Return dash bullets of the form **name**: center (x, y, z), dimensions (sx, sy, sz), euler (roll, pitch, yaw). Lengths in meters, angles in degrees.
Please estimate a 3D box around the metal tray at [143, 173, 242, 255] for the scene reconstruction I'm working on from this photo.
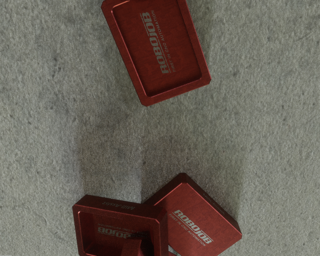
- **metal tray**: center (0.045, 0.139, 0.459), dimensions (0.090, 0.030, 0.130), euler (-42, 105, 13)

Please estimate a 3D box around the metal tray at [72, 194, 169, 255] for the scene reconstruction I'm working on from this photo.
- **metal tray**: center (-0.055, 0.148, 0.434), dimensions (0.130, 0.030, 0.089), euler (4, 108, 20)

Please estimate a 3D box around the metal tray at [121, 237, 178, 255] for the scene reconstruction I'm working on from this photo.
- **metal tray**: center (-0.007, 0.218, 0.432), dimensions (0.030, 0.090, 0.130), euler (-14, 137, 35)

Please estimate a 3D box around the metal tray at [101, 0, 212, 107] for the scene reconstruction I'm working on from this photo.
- **metal tray**: center (-0.002, -0.101, 0.369), dimensions (0.090, 0.030, 0.129), euler (-20, 109, 6)
